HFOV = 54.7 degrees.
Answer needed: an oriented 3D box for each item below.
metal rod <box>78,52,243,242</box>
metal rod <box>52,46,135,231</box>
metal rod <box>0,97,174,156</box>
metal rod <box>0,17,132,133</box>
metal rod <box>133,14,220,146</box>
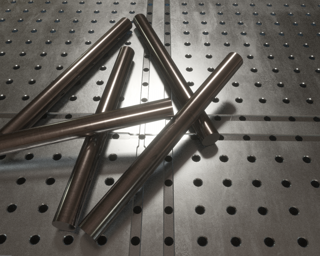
[{"bbox_3d":[0.016,0.005,0.378,0.025,0.025,0.301,31,64,23],"label":"metal rod"},{"bbox_3d":[-0.077,-0.012,0.416,0.025,0.025,0.300,7,50,5],"label":"metal rod"},{"bbox_3d":[-0.133,0.007,0.374,0.302,0.025,0.025,-13,51,-1],"label":"metal rod"},{"bbox_3d":[-0.129,-0.089,0.480,0.025,0.025,0.301,21,53,16],"label":"metal rod"},{"bbox_3d":[0.014,-0.093,0.486,0.025,0.025,0.300,-16,52,-13],"label":"metal rod"}]
